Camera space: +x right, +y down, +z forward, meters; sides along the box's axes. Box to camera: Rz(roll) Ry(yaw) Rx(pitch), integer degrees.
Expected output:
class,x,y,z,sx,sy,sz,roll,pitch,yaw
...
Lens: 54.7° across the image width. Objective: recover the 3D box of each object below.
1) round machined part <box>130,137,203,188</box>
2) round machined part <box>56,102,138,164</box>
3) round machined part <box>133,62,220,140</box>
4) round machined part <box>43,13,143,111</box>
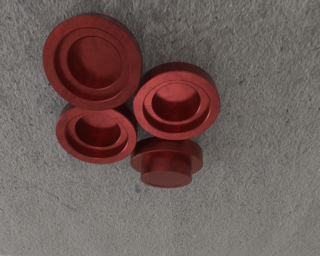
class,x,y,z,sx,sy,sz,roll,pitch,yaw
round machined part,0.009,0.051,0.419,0.099,0.042,0.098,1,151,1
round machined part,-0.077,-0.002,0.393,0.099,0.042,0.097,0,130,0
round machined part,0.019,-0.035,0.366,0.099,0.042,0.097,0,130,0
round machined part,-0.067,-0.071,0.327,0.099,0.042,0.097,0,118,1
